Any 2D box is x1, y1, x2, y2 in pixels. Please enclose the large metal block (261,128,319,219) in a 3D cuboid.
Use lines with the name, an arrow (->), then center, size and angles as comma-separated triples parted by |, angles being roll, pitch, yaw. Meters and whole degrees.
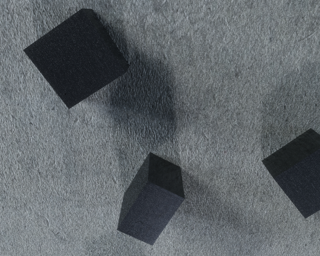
large metal block -> 0.201, 0.061, 0.421 | 0.080, 0.050, 0.080 | -37, 106, 12

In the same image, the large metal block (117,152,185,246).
large metal block -> -0.012, 0.092, 0.414 | 0.050, 0.080, 0.080 | 28, 108, -10

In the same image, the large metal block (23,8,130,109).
large metal block -> -0.094, -0.082, 0.365 | 0.080, 0.050, 0.080 | -31, 107, 10
